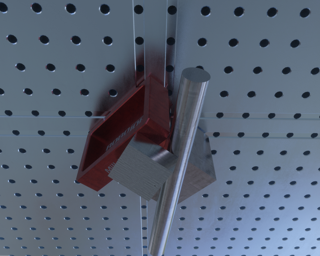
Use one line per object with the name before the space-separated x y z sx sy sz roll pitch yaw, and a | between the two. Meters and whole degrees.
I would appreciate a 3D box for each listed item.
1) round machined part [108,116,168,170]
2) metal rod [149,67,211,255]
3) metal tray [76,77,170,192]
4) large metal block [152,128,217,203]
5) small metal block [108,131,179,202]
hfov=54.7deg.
round machined part | -0.022 0.027 0.392 0.042 0.098 0.098 35 122 -26
metal rod | 0.013 0.066 0.363 0.025 0.025 0.298 5 130 -5
metal tray | -0.045 0.008 0.375 0.030 0.090 0.130 36 121 -27
large metal block | 0.022 0.047 0.412 0.050 0.080 0.080 36 121 -27
small metal block | -0.017 0.040 0.317 0.050 0.025 0.050 33 123 -3
